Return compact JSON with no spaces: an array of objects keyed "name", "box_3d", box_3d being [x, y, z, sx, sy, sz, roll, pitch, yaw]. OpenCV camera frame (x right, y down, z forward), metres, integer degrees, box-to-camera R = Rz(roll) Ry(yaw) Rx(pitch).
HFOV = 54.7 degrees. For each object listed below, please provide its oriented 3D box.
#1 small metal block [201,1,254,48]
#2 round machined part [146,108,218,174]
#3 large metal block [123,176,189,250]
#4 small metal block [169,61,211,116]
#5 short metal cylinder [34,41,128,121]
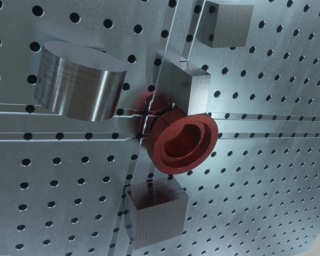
[{"name":"small metal block","box_3d":[0.082,-0.127,0.379,0.050,0.025,0.050,-9,123,-24]},{"name":"round machined part","box_3d":[0.026,0.012,0.422,0.099,0.042,0.097,-16,129,-20]},{"name":"large metal block","box_3d":[-0.008,0.128,0.471,0.081,0.050,0.079,-9,123,-24]},{"name":"small metal block","box_3d":[0.036,-0.050,0.385,0.025,0.050,0.050,-10,123,-23]},{"name":"short metal cylinder","box_3d":[-0.077,-0.047,0.305,0.081,0.080,0.050,6,115,-32]}]
